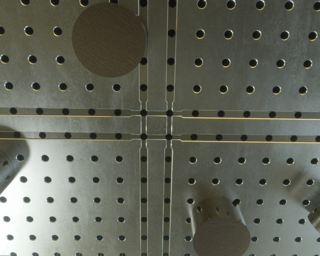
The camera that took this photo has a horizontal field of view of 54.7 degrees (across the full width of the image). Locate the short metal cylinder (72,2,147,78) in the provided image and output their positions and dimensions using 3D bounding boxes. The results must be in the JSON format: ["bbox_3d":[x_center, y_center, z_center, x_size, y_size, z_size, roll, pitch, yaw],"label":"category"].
[{"bbox_3d":[-0.056,-0.103,0.361,0.081,0.050,0.079,0,110,0],"label":"short metal cylinder"}]

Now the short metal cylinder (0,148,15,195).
[{"bbox_3d":[-0.250,0.066,0.422,0.081,0.050,0.079,0,110,0],"label":"short metal cylinder"}]

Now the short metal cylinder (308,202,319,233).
[{"bbox_3d":[0.260,0.134,0.436,0.080,0.080,0.050,30,107,-11],"label":"short metal cylinder"}]

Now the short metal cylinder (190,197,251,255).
[{"bbox_3d":[0.086,0.149,0.456,0.081,0.050,0.079,0,110,0],"label":"short metal cylinder"}]
